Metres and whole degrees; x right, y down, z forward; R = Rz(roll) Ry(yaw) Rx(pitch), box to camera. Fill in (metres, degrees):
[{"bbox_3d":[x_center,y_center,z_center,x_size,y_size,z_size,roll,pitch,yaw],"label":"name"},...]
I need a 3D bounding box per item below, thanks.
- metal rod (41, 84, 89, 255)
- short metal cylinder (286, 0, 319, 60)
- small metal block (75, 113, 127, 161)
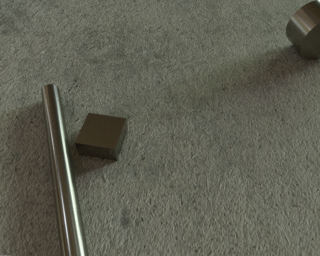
[{"bbox_3d":[-0.111,0.056,0.354,0.025,0.025,0.299,-14,52,-12],"label":"metal rod"},{"bbox_3d":[0.256,-0.158,0.504,0.081,0.080,0.050,-9,51,-8],"label":"short metal cylinder"},{"bbox_3d":[-0.073,0.010,0.393,0.050,0.025,0.050,9,50,7],"label":"small metal block"}]
